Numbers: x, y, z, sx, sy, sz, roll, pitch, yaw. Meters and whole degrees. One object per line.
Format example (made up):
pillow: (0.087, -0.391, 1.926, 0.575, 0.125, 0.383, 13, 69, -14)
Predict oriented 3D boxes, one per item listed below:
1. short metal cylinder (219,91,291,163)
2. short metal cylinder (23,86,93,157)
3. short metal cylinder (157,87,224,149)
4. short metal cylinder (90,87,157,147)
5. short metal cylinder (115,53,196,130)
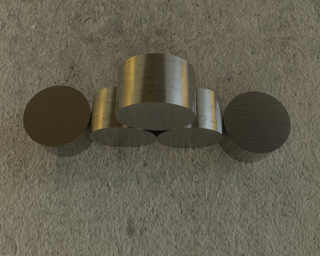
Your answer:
short metal cylinder: (0.117, 0.000, 0.396, 0.081, 0.050, 0.080, 0, 70, -1)
short metal cylinder: (-0.125, -0.007, 0.398, 0.081, 0.050, 0.080, 0, 70, -1)
short metal cylinder: (0.036, -0.010, 0.384, 0.081, 0.080, 0.050, 0, 69, 0)
short metal cylinder: (-0.044, -0.011, 0.384, 0.081, 0.080, 0.050, 0, 70, 0)
short metal cylinder: (-0.004, -0.034, 0.319, 0.080, 0.080, 0.050, 1, 71, 0)
